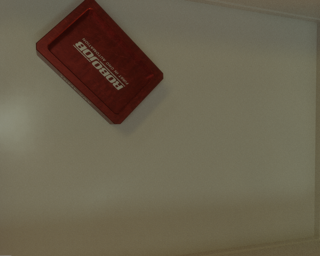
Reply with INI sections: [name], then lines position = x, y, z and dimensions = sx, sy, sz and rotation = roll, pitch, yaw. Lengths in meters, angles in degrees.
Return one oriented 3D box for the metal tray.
[metal tray]
position = -0.071, -0.078, 0.381
dimensions = 0.130, 0.030, 0.090
rotation = 45, 76, -15
